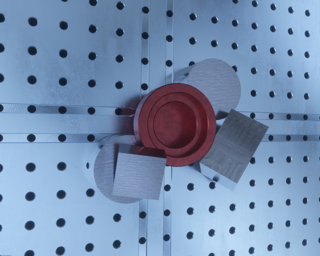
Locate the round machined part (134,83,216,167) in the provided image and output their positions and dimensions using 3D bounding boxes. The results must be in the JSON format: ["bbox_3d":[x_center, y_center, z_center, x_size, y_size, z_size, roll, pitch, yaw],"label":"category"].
[{"bbox_3d":[0.015,-0.004,0.378,0.099,0.042,0.097,0,90,-20],"label":"round machined part"}]

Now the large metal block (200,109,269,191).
[{"bbox_3d":[0.096,0.032,0.412,0.050,0.080,0.080,29,79,17],"label":"large metal block"}]

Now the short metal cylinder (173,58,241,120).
[{"bbox_3d":[0.062,-0.050,0.422,0.081,0.050,0.079,0,90,-20],"label":"short metal cylinder"}]

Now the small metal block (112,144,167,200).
[{"bbox_3d":[-0.023,0.048,0.338,0.050,0.025,0.050,8,107,-8],"label":"small metal block"}]

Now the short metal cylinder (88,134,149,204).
[{"bbox_3d":[-0.045,0.048,0.382,0.081,0.050,0.079,0,90,-20],"label":"short metal cylinder"}]
